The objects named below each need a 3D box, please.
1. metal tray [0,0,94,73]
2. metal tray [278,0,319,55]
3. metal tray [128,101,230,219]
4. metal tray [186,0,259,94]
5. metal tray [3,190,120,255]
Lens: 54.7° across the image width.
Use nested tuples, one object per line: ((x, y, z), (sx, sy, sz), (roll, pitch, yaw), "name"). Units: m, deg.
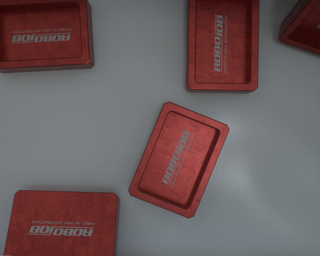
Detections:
((-0.157, -0.122, 0.406), (0.131, 0.030, 0.089), (-3, 90, -1), "metal tray")
((0.211, -0.134, 0.360), (0.090, 0.130, 0.030), (18, 73, -1), "metal tray")
((0.024, 0.041, 0.409), (0.090, 0.030, 0.129), (22, 90, -1), "metal tray")
((0.081, -0.112, 0.409), (0.091, 0.030, 0.129), (1, 90, -1), "metal tray")
((-0.120, 0.128, 0.393), (0.131, 0.030, 0.090), (2, 70, -1), "metal tray")
